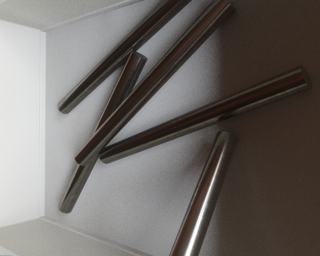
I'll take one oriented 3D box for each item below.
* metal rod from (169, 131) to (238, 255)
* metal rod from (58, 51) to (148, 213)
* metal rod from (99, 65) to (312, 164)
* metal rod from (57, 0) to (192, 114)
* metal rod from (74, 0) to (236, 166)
[{"bbox_3d":[0.016,0.132,0.281,0.025,0.025,0.300,2,55,39],"label":"metal rod"},{"bbox_3d":[-0.097,0.019,0.483,0.025,0.025,0.298,44,116,31],"label":"metal rod"},{"bbox_3d":[0.027,-0.003,0.382,0.299,0.025,0.025,-22,76,37],"label":"metal rod"},{"bbox_3d":[-0.065,-0.103,0.457,0.299,0.025,0.025,-33,70,34],"label":"metal rod"},{"bbox_3d":[-0.022,-0.046,0.407,0.299,0.025,0.025,-44,64,25],"label":"metal rod"}]
